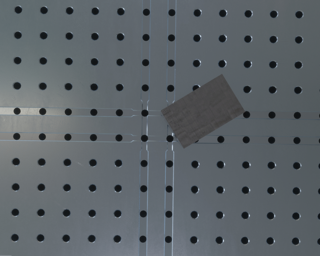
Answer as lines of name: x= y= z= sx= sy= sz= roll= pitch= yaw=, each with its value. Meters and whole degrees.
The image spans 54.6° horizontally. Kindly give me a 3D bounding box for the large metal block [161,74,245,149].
large metal block: x=0.048 y=-0.019 z=0.386 sx=0.080 sy=0.080 sz=0.050 roll=-31 pitch=90 yaw=0
